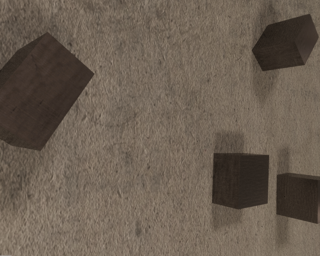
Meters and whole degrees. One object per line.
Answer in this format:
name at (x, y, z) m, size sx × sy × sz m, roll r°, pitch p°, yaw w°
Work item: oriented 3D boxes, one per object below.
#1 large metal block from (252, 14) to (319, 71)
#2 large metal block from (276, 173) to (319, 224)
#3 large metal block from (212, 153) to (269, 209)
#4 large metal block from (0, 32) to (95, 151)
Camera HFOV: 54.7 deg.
large metal block at (0.228, -0.153, 0.563) m, size 0.050 × 0.080 × 0.080 m, roll 51°, pitch 60°, yaw -28°
large metal block at (0.280, 0.134, 0.608) m, size 0.050 × 0.080 × 0.079 m, roll 1°, pitch 89°, yaw -40°
large metal block at (0.132, 0.082, 0.502) m, size 0.081 × 0.050 × 0.080 m, roll 4°, pitch 88°, yaw -40°
large metal block at (-0.116, -0.029, 0.272) m, size 0.050 × 0.080 × 0.080 m, roll 43°, pitch 64°, yaw -32°
